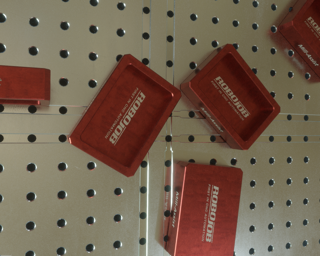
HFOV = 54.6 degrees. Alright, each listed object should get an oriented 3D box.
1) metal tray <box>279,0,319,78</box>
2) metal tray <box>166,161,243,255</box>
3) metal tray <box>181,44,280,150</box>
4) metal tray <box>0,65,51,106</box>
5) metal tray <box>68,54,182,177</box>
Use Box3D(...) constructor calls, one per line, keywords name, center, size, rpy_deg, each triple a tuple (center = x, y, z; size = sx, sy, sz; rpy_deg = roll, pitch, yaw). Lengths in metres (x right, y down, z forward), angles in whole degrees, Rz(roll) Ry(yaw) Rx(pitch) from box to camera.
Box3D(name="metal tray", center=(0.265, -0.151, 0.506), size=(0.130, 0.030, 0.090), rpy_deg=(42, 77, -15))
Box3D(name="metal tray", center=(0.063, 0.116, 0.433), size=(0.091, 0.030, 0.129), rpy_deg=(8, 87, -20))
Box3D(name="metal tray", center=(0.104, -0.043, 0.447), size=(0.090, 0.030, 0.130), rpy_deg=(-46, 104, -14))
Box3D(name="metal tray", center=(-0.180, -0.042, 0.311), size=(0.131, 0.090, 0.030), rpy_deg=(1, 90, -20))
Box3D(name="metal tray", center=(-0.043, -0.015, 0.393), size=(0.090, 0.030, 0.130), rpy_deg=(34, 79, -17))
